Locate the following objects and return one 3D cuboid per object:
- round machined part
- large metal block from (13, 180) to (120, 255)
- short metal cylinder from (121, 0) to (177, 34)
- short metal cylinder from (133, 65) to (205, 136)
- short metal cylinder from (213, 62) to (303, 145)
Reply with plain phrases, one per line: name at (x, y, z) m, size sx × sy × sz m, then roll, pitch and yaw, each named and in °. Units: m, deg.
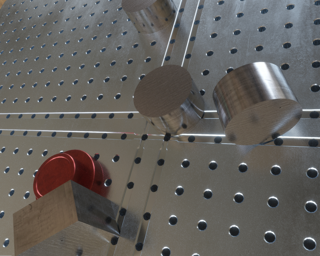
round machined part at (-0.131, 0.073, 0.421) m, size 0.098 × 0.042 × 0.098 m, roll -13°, pitch 56°, yaw 21°
large metal block at (-0.107, 0.113, 0.360) m, size 0.080 × 0.080 × 0.050 m, roll -31°, pitch 52°, yaw 8°
short metal cylinder at (-0.018, -0.209, 0.530) m, size 0.080 × 0.050 × 0.080 m, roll -13°, pitch 56°, yaw 21°
short metal cylinder at (0.013, -0.036, 0.408) m, size 0.080 × 0.050 × 0.080 m, roll -13°, pitch 56°, yaw 21°
short metal cylinder at (0.103, -0.024, 0.334) m, size 0.080 × 0.080 × 0.050 m, roll -22°, pitch 54°, yaw 15°
